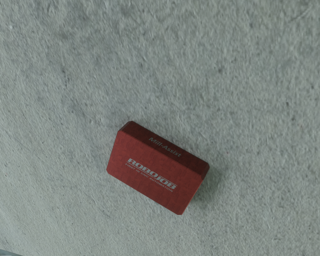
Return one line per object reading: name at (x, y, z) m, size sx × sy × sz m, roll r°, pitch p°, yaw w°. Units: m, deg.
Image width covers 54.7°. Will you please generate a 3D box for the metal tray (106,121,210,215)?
metal tray at (-0.007, 0.058, 0.442) m, size 0.130 × 0.030 × 0.089 m, roll 29°, pitch 128°, yaw 9°
